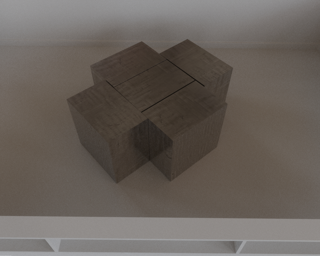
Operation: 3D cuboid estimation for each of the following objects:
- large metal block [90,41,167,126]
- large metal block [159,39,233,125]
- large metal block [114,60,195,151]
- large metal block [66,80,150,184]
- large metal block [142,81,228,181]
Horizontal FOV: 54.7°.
[{"bbox_3d":[-0.039,-0.056,0.414,0.080,0.080,0.050,-33,58,-25],"label":"large metal block"},{"bbox_3d":[0.044,-0.059,0.419,0.050,0.080,0.080,-34,58,-25],"label":"large metal block"},{"bbox_3d":[-0.006,-0.026,0.390,0.080,0.080,0.050,-33,58,-25],"label":"large metal block"},{"bbox_3d":[-0.058,0.004,0.364,0.050,0.080,0.080,-34,58,-25],"label":"large metal block"},{"bbox_3d":[0.027,0.004,0.366,0.080,0.080,0.050,-33,58,-25],"label":"large metal block"}]
